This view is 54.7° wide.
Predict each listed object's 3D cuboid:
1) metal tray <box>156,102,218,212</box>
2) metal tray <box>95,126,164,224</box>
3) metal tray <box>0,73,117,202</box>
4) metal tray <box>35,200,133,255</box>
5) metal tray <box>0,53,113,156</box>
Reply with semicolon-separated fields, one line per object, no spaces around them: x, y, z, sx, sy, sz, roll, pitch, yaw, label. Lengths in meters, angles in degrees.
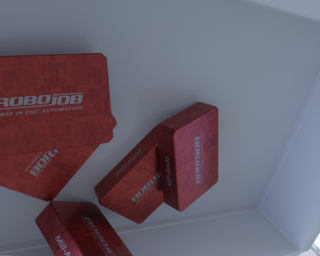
0.042;0.039;0.428;0.091;0.030;0.129;-29;126;-37;metal tray
-0.016;0.069;0.441;0.130;0.030;0.090;-45;130;3;metal tray
-0.124;0.015;0.348;0.130;0.030;0.090;-49;129;6;metal tray
-0.081;0.146;0.372;0.030;0.130;0.090;-49;151;6;metal tray
-0.116;-0.024;0.301;0.131;0.030;0.089;-7;101;-19;metal tray
